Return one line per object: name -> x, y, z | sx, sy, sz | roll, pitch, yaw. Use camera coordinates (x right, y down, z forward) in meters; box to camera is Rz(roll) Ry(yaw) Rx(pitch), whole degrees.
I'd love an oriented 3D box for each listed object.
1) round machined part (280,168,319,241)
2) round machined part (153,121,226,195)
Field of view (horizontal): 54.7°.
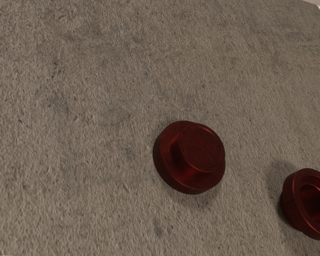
round machined part -> 0.213, 0.110, 0.443 | 0.099, 0.042, 0.098 | 14, 56, -21
round machined part -> 0.044, 0.032, 0.399 | 0.099, 0.042, 0.098 | 14, 56, -21
